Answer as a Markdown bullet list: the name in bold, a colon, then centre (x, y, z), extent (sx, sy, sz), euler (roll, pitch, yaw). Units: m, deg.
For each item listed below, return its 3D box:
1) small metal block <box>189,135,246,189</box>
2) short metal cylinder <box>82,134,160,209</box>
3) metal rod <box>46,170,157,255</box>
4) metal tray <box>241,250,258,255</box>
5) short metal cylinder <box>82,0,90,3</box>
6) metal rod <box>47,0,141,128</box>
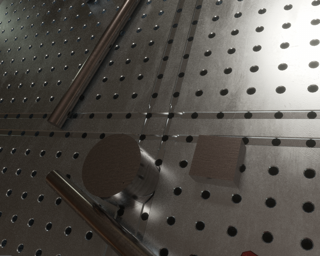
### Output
- **small metal block**: centre (0.066, 0.037, 0.350), extent (0.050, 0.025, 0.050), euler (4, 64, 29)
- **short metal cylinder**: centre (-0.048, 0.054, 0.383), extent (0.080, 0.050, 0.080), euler (-13, 56, 21)
- **metal rod**: centre (-0.050, 0.117, 0.340), extent (0.300, 0.025, 0.025), euler (24, 75, 43)
- **metal tray**: centre (0.079, 0.183, 0.251), extent (0.090, 0.030, 0.130), euler (27, 76, 36)
- **short metal cylinder**: centre (-0.159, -0.310, 0.644), extent (0.050, 0.080, 0.080), euler (-32, 52, 7)
- **metal rod**: centre (-0.105, -0.133, 0.542), extent (0.025, 0.025, 0.300), euler (15, 69, 34)
